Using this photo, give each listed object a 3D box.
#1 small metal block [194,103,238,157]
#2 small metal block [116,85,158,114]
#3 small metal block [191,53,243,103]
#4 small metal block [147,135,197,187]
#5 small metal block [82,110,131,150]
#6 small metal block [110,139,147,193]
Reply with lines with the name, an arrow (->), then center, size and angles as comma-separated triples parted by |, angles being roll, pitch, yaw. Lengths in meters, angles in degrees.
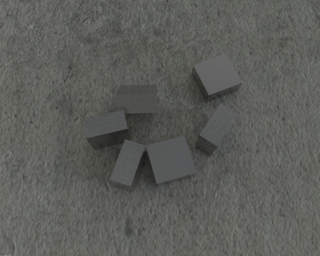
small metal block -> 0.071, 0.004, 0.394 | 0.025, 0.050, 0.050 | 33, 73, 11
small metal block -> -0.029, -0.039, 0.406 | 0.050, 0.050, 0.025 | -2, 110, -1
small metal block -> 0.079, -0.070, 0.435 | 0.050, 0.025, 0.050 | -21, 72, -8
small metal block -> 0.013, 0.042, 0.393 | 0.050, 0.025, 0.050 | -15, 71, -6
small metal block -> -0.066, 0.004, 0.393 | 0.050, 0.050, 0.025 | -13, 71, -5
small metal block -> -0.037, 0.047, 0.377 | 0.025, 0.050, 0.050 | 17, 71, 6
